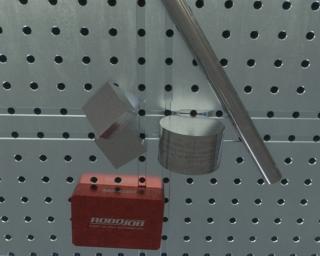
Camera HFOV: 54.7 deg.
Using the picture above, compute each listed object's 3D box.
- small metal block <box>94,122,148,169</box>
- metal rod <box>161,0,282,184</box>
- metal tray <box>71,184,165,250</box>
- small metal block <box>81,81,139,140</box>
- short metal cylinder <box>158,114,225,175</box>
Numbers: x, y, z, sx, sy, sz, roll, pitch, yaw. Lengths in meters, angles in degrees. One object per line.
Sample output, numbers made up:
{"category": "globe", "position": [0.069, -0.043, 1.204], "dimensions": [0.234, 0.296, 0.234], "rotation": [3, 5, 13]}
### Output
{"category": "small metal block", "position": [-0.052, 0.020, 0.420], "dimensions": [0.050, 0.025, 0.050], "rotation": [-31, 108, 10]}
{"category": "metal rod", "position": [0.083, -0.047, 0.397], "dimensions": [0.025, 0.025, 0.299], "rotation": [-30, 108, 10]}
{"category": "metal tray", "position": [-0.062, 0.132, 0.459], "dimensions": [0.131, 0.030, 0.089], "rotation": [4, 110, -2]}
{"category": "small metal block", "position": [-0.064, -0.021, 0.391], "dimensions": [0.050, 0.025, 0.050], "rotation": [-42, 64, 13]}
{"category": "short metal cylinder", "position": [0.039, 0.018, 0.392], "dimensions": [0.081, 0.080, 0.050], "rotation": [3, 110, -2]}
